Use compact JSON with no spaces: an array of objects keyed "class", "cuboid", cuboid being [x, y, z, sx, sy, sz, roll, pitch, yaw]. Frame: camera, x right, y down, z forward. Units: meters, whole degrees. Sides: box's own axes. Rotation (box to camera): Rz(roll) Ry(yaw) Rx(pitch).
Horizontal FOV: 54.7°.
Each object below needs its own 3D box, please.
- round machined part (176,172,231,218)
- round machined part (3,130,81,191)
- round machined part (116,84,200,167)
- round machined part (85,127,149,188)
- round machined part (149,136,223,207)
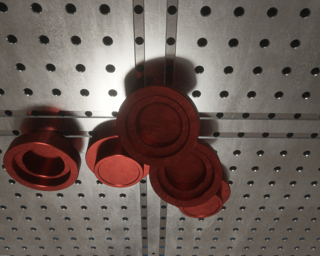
[{"class":"round machined part","cuboid":[0.063,0.107,0.493,0.099,0.042,0.097,-1,130,0]},{"class":"round machined part","cuboid":[-0.160,0.042,0.434,0.099,0.042,0.097,-1,130,0]},{"class":"round machined part","cuboid":[0.000,-0.006,0.378,0.098,0.042,0.097,2,103,10]},{"class":"round machined part","cuboid":[-0.056,0.048,0.441,0.099,0.042,0.097,-1,130,0]},{"class":"round machined part","cuboid":[0.036,0.057,0.434,0.099,0.042,0.097,1,104,3]}]
